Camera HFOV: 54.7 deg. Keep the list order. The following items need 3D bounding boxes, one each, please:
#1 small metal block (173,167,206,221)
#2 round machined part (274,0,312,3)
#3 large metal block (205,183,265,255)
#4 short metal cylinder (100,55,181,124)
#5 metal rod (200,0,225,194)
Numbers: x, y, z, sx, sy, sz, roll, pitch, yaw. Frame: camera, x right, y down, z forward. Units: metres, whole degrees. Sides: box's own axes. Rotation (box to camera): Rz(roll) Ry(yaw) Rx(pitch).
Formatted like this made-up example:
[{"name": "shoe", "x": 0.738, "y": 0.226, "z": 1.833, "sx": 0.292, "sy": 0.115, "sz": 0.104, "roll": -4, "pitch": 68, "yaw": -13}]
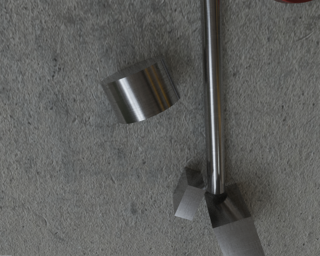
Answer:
[{"name": "small metal block", "x": 0.039, "y": 0.090, "z": 0.430, "sx": 0.025, "sy": 0.050, "sz": 0.050, "roll": 18, "pitch": 109, "yaw": -7}, {"name": "round machined part", "x": 0.146, "y": -0.187, "z": 0.334, "sx": 0.099, "sy": 0.042, "sz": 0.097, "roll": 0, "pitch": 110, "yaw": -1}, {"name": "large metal block", "x": 0.103, "y": 0.138, "z": 0.433, "sx": 0.050, "sy": 0.080, "sz": 0.080, "roll": -20, "pitch": 109, "yaw": 7}, {"name": "short metal cylinder", "x": -0.022, "y": -0.046, "z": 0.363, "sx": 0.080, "sy": 0.080, "sz": 0.050, "roll": -21, "pitch": 109, "yaw": 7}, {"name": "metal rod", "x": 0.068, "y": -0.051, "z": 0.391, "sx": 0.025, "sy": 0.025, "sz": 0.298, "roll": -5, "pitch": 110, "yaw": 1}]
